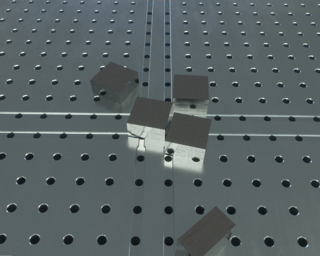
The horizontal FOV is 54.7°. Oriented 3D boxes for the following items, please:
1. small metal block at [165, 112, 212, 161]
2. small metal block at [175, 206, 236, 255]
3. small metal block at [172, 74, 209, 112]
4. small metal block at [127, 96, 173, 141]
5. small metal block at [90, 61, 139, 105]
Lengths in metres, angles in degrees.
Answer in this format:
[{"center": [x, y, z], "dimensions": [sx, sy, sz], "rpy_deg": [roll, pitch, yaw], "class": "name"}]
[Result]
[{"center": [0.037, 0.010, 0.399], "dimensions": [0.050, 0.025, 0.050], "rpy_deg": [11, 51, 9], "class": "small metal block"}, {"center": [0.043, 0.110, 0.299], "dimensions": [0.050, 0.050, 0.025], "rpy_deg": [-33, 58, -25], "class": "small metal block"}, {"center": [0.044, -0.051, 0.451], "dimensions": [0.050, 0.025, 0.050], "rpy_deg": [3, 50, 2], "class": "small metal block"}, {"center": [-0.013, -0.013, 0.418], "dimensions": [0.050, 0.025, 0.050], "rpy_deg": [10, 51, 8], "class": "small metal block"}, {"center": [-0.067, -0.068, 0.464], "dimensions": [0.050, 0.025, 0.050], "rpy_deg": [24, 54, 18], "class": "small metal block"}]
